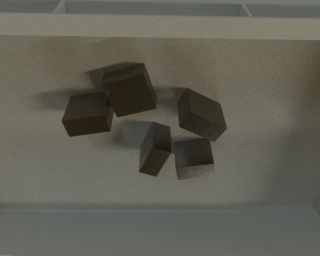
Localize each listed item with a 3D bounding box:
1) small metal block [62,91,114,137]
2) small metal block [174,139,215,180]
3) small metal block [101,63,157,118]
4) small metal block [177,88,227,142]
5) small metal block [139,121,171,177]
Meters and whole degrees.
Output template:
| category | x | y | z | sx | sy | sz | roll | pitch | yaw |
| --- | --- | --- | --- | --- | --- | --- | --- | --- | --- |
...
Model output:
| category | x | y | z | sx | sy | sz | roll | pitch | yaw |
| --- | --- | --- | --- | --- | --- | --- | --- | --- | --- |
| small metal block | -0.085 | -0.018 | 0.376 | 0.050 | 0.050 | 0.025 | -8 | 130 | 6 |
| small metal block | 0.047 | 0.042 | 0.430 | 0.050 | 0.050 | 0.025 | -7 | 130 | 5 |
| small metal block | -0.036 | -0.044 | 0.371 | 0.050 | 0.025 | 0.050 | -13 | 129 | 10 |
| small metal block | 0.050 | -0.016 | 0.380 | 0.050 | 0.050 | 0.025 | 23 | 126 | -19 |
| small metal block | -0.007 | 0.028 | 0.417 | 0.025 | 0.050 | 0.050 | 17 | 128 | -14 |
